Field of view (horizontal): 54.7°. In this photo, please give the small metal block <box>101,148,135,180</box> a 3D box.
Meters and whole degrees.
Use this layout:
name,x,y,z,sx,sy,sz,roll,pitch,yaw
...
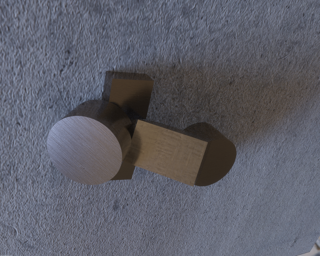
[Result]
name,x,y,z,sx,sy,sz,roll,pitch,yaw
small metal block,-0.059,0.040,0.402,0.050,0.025,0.050,3,117,-30

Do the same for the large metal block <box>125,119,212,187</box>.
name,x,y,z,sx,sy,sz,roll,pitch,yaw
large metal block,0.014,0.027,0.374,0.080,0.080,0.050,1,107,-77

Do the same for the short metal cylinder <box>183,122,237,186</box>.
name,x,y,z,sx,sy,sz,roll,pitch,yaw
short metal cylinder,0.063,0.038,0.452,0.081,0.050,0.079,-14,125,-21

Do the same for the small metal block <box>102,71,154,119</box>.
name,x,y,z,sx,sy,sz,roll,pitch,yaw
small metal block,-0.039,-0.038,0.364,0.050,0.025,0.050,-1,119,-28

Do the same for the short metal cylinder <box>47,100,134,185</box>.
name,x,y,z,sx,sy,sz,roll,pitch,yaw
short metal cylinder,-0.073,0.015,0.339,0.080,0.050,0.079,4,114,9
